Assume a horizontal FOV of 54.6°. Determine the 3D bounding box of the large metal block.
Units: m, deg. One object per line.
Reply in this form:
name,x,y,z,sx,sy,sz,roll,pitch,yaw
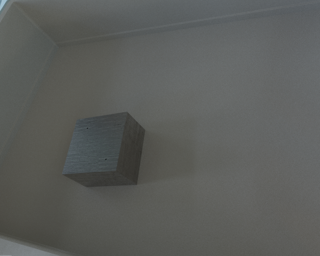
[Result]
large metal block,-0.072,0.030,0.410,0.080,0.050,0.080,-7,58,24
